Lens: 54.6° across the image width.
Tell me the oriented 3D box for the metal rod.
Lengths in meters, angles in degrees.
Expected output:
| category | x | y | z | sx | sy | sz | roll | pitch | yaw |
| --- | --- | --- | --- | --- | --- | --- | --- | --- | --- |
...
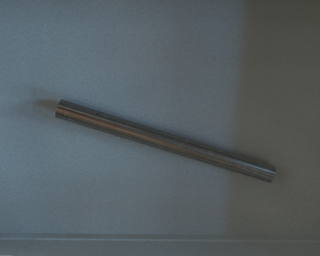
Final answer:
| category | x | y | z | sx | sy | sz | roll | pitch | yaw |
| --- | --- | --- | --- | --- | --- | --- | --- | --- | --- |
| metal rod | 0.013 | 0.020 | 0.417 | 0.302 | 0.025 | 0.025 | 17 | 109 | -7 |
